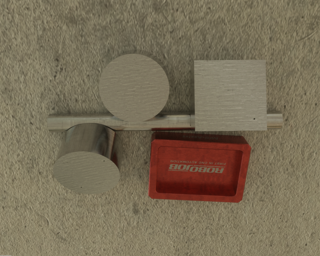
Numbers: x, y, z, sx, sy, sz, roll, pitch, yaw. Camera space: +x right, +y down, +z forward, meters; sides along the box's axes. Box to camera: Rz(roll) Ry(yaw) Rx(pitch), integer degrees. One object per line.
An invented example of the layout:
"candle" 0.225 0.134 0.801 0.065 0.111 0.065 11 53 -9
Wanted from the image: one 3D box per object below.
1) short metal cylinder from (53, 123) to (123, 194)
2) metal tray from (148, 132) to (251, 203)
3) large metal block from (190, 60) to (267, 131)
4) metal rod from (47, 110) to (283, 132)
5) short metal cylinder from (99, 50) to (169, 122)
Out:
"short metal cylinder" -0.090 0.040 0.399 0.081 0.050 0.079 -1 131 -1
"metal tray" 0.051 0.055 0.428 0.131 0.030 0.089 3 110 -2
"large metal block" 0.079 -0.036 0.372 0.081 0.050 0.080 -1 89 0
"metal rod" 0.007 -0.009 0.409 0.302 0.025 0.025 -1 110 0
"short metal cylinder" -0.029 -0.053 0.378 0.081 0.050 0.079 0 110 0
